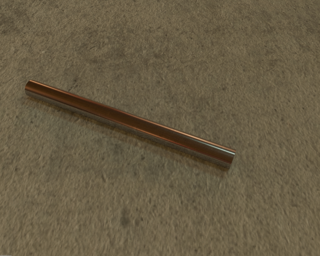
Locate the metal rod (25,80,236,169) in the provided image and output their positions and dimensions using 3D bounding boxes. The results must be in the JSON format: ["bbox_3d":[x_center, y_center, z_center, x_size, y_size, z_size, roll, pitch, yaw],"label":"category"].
[{"bbox_3d":[-0.050,-0.010,0.410,0.301,0.025,0.025,19,53,15],"label":"metal rod"}]
